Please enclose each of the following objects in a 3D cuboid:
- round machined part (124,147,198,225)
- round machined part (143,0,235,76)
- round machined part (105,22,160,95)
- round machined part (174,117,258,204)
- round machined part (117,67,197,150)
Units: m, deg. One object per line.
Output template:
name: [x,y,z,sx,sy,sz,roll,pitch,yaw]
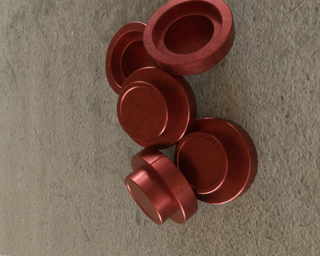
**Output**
round machined part: [-0.005,0.074,0.365,0.098,0.042,0.097,43,154,27]
round machined part: [0.034,-0.099,0.347,0.098,0.042,0.098,-8,62,16]
round machined part: [-0.025,-0.087,0.414,0.098,0.042,0.097,0,90,39]
round machined part: [0.055,0.037,0.349,0.098,0.042,0.097,0,90,39]
round machined part: [-0.011,-0.021,0.359,0.098,0.042,0.097,7,104,30]
